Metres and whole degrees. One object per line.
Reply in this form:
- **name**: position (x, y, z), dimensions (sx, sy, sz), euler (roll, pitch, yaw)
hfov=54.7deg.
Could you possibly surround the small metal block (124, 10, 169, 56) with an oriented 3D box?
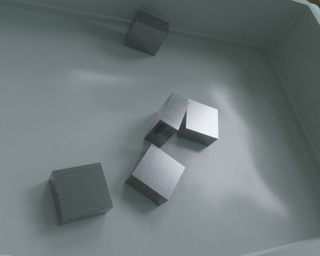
- **small metal block**: position (-0.020, -0.141, 0.464), dimensions (0.050, 0.050, 0.025), euler (16, 55, -19)

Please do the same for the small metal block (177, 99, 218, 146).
- **small metal block**: position (0.054, -0.008, 0.439), dimensions (0.050, 0.025, 0.050), euler (18, 55, -18)

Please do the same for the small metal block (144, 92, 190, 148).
- **small metal block**: position (0.009, -0.010, 0.400), dimensions (0.025, 0.050, 0.050), euler (31, 52, -9)

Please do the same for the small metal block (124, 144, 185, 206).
- **small metal block**: position (-0.005, 0.056, 0.369), dimensions (0.050, 0.025, 0.050), euler (36, 51, -4)

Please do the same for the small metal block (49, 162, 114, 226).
- **small metal block**: position (-0.082, 0.067, 0.320), dimensions (0.050, 0.025, 0.050), euler (-7, 66, -31)
